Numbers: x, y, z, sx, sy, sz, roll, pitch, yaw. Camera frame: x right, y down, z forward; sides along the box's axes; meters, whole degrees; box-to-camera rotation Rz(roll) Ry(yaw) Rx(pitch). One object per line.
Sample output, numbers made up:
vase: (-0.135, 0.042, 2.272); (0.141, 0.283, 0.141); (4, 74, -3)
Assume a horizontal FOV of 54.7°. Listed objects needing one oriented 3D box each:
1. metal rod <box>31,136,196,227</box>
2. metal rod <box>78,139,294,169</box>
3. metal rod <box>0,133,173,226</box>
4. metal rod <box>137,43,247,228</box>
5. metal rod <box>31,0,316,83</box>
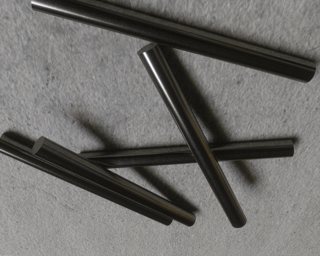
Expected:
metal rod: (-0.047, 0.091, 0.459); (0.025, 0.025, 0.301); (-35, 130, 26)
metal rod: (0.033, 0.039, 0.440); (0.302, 0.025, 0.025); (-4, 130, 2)
metal rod: (-0.102, 0.089, 0.481); (0.301, 0.025, 0.025); (31, 123, -24)
metal rod: (0.053, 0.028, 0.403); (0.025, 0.025, 0.299); (-21, 119, 17)
metal rod: (0.025, -0.095, 0.326); (0.302, 0.025, 0.025); (12, 129, -11)
